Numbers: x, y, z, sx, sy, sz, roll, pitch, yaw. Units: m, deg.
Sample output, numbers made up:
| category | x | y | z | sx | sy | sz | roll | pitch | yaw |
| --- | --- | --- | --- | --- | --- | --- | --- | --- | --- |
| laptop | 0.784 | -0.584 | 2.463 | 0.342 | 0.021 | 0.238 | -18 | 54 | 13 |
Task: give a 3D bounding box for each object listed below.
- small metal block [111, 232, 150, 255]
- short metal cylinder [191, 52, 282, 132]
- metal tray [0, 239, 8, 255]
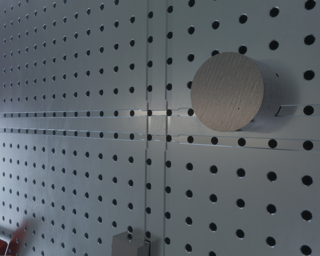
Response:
| category | x | y | z | sx | sy | sz | roll | pitch | yaw |
| --- | --- | --- | --- | --- | --- | --- | --- | --- | --- |
| small metal block | -0.043 | 0.184 | 0.445 | 0.050 | 0.025 | 0.050 | 8 | 95 | 39 |
| short metal cylinder | 0.080 | -0.036 | 0.327 | 0.080 | 0.050 | 0.079 | 0 | 90 | 40 |
| metal tray | -0.416 | 0.306 | 0.719 | 0.090 | 0.030 | 0.129 | 24 | 109 | 0 |
